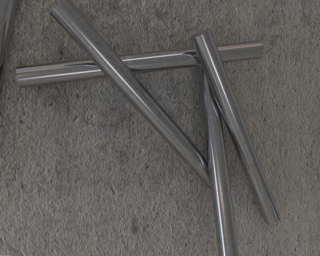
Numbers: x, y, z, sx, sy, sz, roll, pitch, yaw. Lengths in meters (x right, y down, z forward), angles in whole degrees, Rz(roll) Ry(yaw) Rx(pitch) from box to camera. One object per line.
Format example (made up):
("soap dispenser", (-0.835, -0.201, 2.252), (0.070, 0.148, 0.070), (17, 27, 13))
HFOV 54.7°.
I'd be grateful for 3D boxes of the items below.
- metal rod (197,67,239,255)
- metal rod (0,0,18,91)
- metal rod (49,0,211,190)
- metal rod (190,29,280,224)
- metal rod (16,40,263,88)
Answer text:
("metal rod", (0.074, 0.024, 0.410), (0.025, 0.025, 0.298), (-3, 81, -20))
("metal rod", (-0.181, -0.095, 0.342), (0.025, 0.025, 0.298), (10, 87, -20))
("metal rod", (-0.012, -0.023, 0.376), (0.025, 0.025, 0.300), (-48, 115, -13))
("metal rod", (0.109, 0.013, 0.418), (0.025, 0.025, 0.299), (-33, 113, -17))
("metal rod", (-0.014, -0.081, 0.383), (0.302, 0.025, 0.025), (-9, 94, -12))
